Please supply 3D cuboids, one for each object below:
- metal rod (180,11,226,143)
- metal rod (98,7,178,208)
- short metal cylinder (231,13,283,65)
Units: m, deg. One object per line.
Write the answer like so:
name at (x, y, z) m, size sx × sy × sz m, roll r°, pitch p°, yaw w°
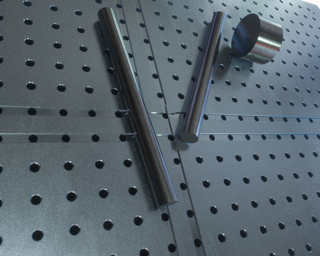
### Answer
metal rod at (0.077, -0.101, 0.511) m, size 0.025 × 0.025 × 0.300 m, roll 27°, pitch 52°, yaw -12°
metal rod at (-0.036, -0.042, 0.414) m, size 0.025 × 0.025 × 0.299 m, roll -6°, pitch 64°, yaw -31°
short metal cylinder at (0.176, -0.161, 0.566) m, size 0.050 × 0.080 × 0.080 m, roll 10°, pitch 57°, yaw -23°
